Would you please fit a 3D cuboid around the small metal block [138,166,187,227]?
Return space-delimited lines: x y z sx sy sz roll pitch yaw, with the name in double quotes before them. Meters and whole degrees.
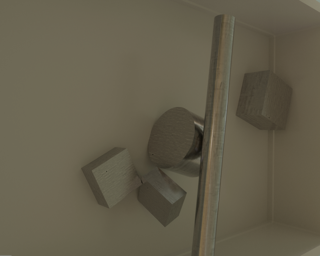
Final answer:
"small metal block" 0.001 0.085 0.381 0.025 0.050 0.050 -29 146 -36

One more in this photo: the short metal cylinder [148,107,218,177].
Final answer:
"short metal cylinder" 0.031 0.019 0.399 0.050 0.080 0.080 24 75 -38

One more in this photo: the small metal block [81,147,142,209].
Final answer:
"small metal block" -0.055 0.057 0.362 0.050 0.025 0.050 -33 111 -35

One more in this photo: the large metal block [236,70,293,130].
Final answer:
"large metal block" 0.186 -0.047 0.550 0.080 0.050 0.080 24 75 -38

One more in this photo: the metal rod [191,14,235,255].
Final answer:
"metal rod" 0.061 0.018 0.355 0.025 0.025 0.298 11 83 -40
